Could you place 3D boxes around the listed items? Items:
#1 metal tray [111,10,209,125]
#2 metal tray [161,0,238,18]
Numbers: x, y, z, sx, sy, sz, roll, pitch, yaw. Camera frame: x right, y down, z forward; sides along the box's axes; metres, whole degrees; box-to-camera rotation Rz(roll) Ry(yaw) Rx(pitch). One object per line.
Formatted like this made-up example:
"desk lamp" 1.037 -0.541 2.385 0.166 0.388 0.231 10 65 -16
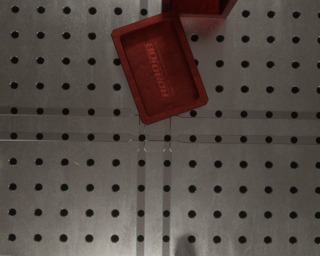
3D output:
"metal tray" 0.000 -0.078 0.410 0.090 0.030 0.129 -19 90 -1
"metal tray" 0.048 -0.167 0.361 0.091 0.130 0.030 2 90 0
